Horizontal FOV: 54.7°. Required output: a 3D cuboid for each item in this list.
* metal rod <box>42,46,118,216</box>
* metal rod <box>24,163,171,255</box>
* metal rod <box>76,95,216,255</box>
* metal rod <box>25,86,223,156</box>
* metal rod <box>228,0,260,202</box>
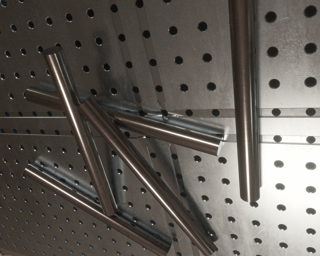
[{"bbox_3d":[-0.107,0.026,0.456,0.025,0.025,0.298,8,130,23],"label":"metal rod"},{"bbox_3d":[-0.118,0.147,0.561,0.301,0.025,0.025,28,128,10],"label":"metal rod"},{"bbox_3d":[-0.010,0.078,0.443,0.025,0.025,0.300,-25,112,36],"label":"metal rod"},{"bbox_3d":[-0.063,-0.015,0.433,0.301,0.025,0.025,16,125,19],"label":"metal rod"},{"bbox_3d":[0.093,-0.042,0.335,0.025,0.025,0.298,4,120,26],"label":"metal rod"}]
